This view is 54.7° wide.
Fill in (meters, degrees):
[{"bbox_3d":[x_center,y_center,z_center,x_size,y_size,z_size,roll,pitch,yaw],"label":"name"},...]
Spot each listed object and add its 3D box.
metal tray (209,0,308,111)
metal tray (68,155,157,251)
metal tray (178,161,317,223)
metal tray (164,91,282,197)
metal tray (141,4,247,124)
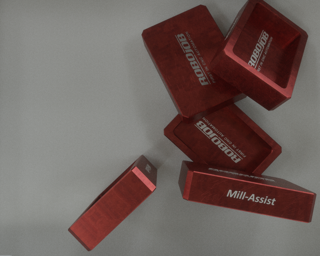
[{"bbox_3d":[0.123,-0.094,0.372,0.090,0.030,0.130,34,56,-5],"label":"metal tray"},{"bbox_3d":[-0.046,0.078,0.358,0.090,0.130,0.030,-43,90,0],"label":"metal tray"},{"bbox_3d":[0.090,0.068,0.349,0.131,0.090,0.030,11,91,0],"label":"metal tray"},{"bbox_3d":[0.080,0.016,0.409,0.130,0.030,0.090,43,90,0],"label":"metal tray"},{"bbox_3d":[0.044,-0.081,0.391,0.090,0.030,0.130,-25,75,-2],"label":"metal tray"}]
